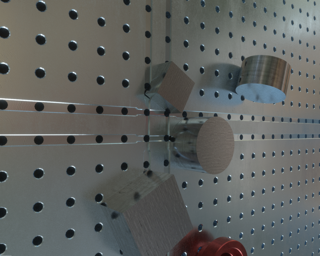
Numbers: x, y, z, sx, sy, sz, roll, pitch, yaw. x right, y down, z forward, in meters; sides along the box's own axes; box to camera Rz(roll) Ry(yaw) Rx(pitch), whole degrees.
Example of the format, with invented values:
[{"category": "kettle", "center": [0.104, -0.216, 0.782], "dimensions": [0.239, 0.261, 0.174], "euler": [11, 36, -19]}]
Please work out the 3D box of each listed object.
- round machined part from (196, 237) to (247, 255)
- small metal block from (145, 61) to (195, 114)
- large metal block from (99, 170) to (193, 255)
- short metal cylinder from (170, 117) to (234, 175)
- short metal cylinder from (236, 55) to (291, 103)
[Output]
[{"category": "round machined part", "center": [0.088, 0.216, 0.473], "dimensions": [0.099, 0.042, 0.097], "euler": [0, 90, -40]}, {"category": "small metal block", "center": [0.015, -0.054, 0.421], "dimensions": [0.050, 0.025, 0.050], "euler": [37, 67, -34]}, {"category": "large metal block", "center": [-0.014, 0.109, 0.381], "dimensions": [0.081, 0.050, 0.080], "euler": [-32, 110, -35]}, {"category": "short metal cylinder", "center": [0.062, 0.024, 0.444], "dimensions": [0.081, 0.050, 0.079], "euler": [-1, 91, -40]}, {"category": "short metal cylinder", "center": [0.172, -0.080, 0.517], "dimensions": [0.080, 0.080, 0.050], "euler": [25, 74, -37]}]
